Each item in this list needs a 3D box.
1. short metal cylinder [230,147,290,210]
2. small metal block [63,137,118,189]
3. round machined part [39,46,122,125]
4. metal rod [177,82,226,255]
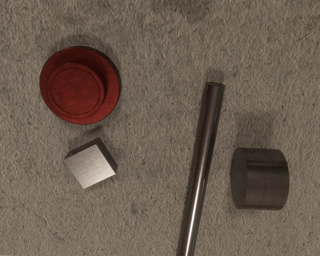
[{"bbox_3d":[0.128,0.066,0.407,0.050,0.080,0.079,3,110,-1],"label":"short metal cylinder"},{"bbox_3d":[-0.094,0.048,0.426,0.050,0.025,0.050,-26,108,9],"label":"small metal block"},{"bbox_3d":[-0.099,-0.049,0.381,0.099,0.042,0.097,0,110,-1],"label":"round machined part"},{"bbox_3d":[0.054,0.084,0.441,0.025,0.025,0.298,6,110,-3],"label":"metal rod"}]
